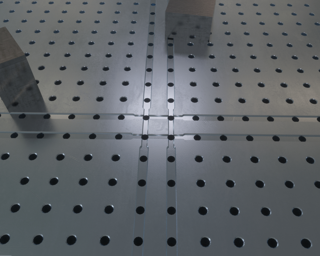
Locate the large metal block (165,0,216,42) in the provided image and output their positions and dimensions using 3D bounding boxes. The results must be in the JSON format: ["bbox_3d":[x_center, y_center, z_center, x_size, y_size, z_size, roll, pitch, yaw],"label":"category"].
[{"bbox_3d":[0.056,-0.205,0.564,0.080,0.050,0.080,9,51,7],"label":"large metal block"}]

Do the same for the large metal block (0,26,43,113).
[{"bbox_3d":[-0.217,-0.083,0.441,0.050,0.080,0.080,-29,56,-22],"label":"large metal block"}]
